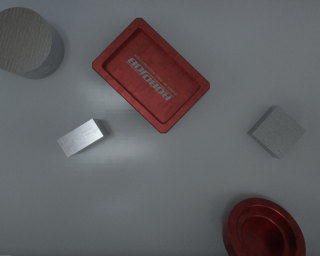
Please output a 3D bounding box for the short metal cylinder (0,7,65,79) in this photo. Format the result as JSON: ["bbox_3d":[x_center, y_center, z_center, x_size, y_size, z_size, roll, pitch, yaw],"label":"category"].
[{"bbox_3d":[-0.170,-0.106,0.397,0.081,0.050,0.079,0,90,-1],"label":"short metal cylinder"}]

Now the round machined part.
[{"bbox_3d":[0.125,0.141,0.388,0.099,0.042,0.098,8,50,-9],"label":"round machined part"}]

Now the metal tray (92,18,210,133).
[{"bbox_3d":[-0.011,-0.067,0.408,0.130,0.030,0.090,44,90,-1],"label":"metal tray"}]

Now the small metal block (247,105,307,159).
[{"bbox_3d":[0.155,0.006,0.414,0.050,0.025,0.050,42,90,-1],"label":"small metal block"}]

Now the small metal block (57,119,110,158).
[{"bbox_3d":[-0.096,0.012,0.398,0.050,0.050,0.025,-32,90,0],"label":"small metal block"}]
